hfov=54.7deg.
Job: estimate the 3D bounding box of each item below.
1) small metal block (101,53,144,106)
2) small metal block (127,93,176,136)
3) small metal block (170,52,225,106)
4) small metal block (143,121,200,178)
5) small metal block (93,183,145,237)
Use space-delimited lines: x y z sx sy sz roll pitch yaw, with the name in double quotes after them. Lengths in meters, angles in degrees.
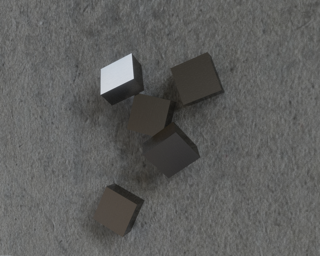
-0.051 -0.065 0.414 0.050 0.025 0.050 -23 50 18 "small metal block"
-0.011 -0.017 0.412 0.050 0.025 0.050 15 95 19 "small metal block"
0.048 -0.060 0.392 0.050 0.025 0.050 -21 83 18 "small metal block"
0.014 0.028 0.390 0.050 0.025 0.050 -36 118 16 "small metal block"
-0.057 0.112 0.428 0.050 0.025 0.050 26 98 17 "small metal block"
